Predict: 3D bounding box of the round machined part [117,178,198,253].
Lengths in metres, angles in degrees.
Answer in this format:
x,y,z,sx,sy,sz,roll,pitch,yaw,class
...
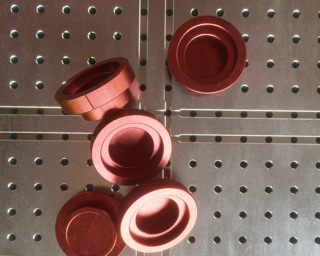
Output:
x,y,z,sx,sy,sz,roll,pitch,yaw,class
-0.006,0.105,0.391,0.099,0.042,0.097,-8,116,-16,round machined part

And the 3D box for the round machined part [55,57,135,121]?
x,y,z,sx,sy,sz,roll,pitch,yaw,class
-0.074,-0.045,0.382,0.098,0.098,0.042,-27,119,-1,round machined part

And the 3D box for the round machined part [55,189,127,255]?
x,y,z,sx,sy,sz,roll,pitch,yaw,class
-0.088,0.132,0.404,0.099,0.042,0.097,0,90,-1,round machined part

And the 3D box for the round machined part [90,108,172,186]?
x,y,z,sx,sy,sz,roll,pitch,yaw,class
-0.038,0.021,0.392,0.099,0.042,0.097,-6,115,-13,round machined part

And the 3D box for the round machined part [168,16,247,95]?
x,y,z,sx,sy,sz,roll,pitch,yaw,class
0.059,-0.092,0.406,0.099,0.042,0.097,0,90,-1,round machined part
